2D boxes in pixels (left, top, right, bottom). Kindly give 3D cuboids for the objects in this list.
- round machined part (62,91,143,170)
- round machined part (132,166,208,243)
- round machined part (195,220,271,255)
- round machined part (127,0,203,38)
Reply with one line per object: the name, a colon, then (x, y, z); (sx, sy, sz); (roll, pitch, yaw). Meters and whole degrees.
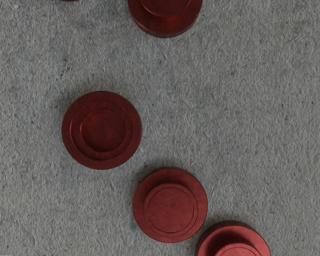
round machined part: (-0.072, 0.003, 0.401); (0.099, 0.042, 0.097); (0, 90, 0)
round machined part: (0.013, 0.101, 0.401); (0.099, 0.042, 0.097); (0, 90, 0)
round machined part: (0.096, 0.175, 0.402); (0.099, 0.042, 0.097); (0, 90, 0)
round machined part: (0.007, -0.171, 0.401); (0.099, 0.042, 0.097); (0, 90, 0)
